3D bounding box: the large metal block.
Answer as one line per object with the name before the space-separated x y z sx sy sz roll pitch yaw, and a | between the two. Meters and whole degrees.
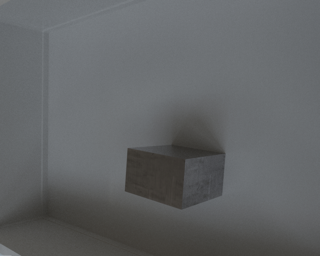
large metal block | 0.018 0.051 0.357 0.080 0.081 0.050 7 95 40
